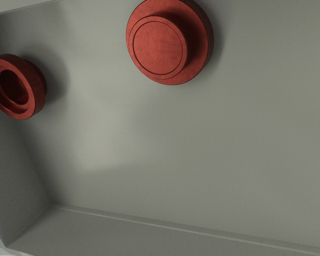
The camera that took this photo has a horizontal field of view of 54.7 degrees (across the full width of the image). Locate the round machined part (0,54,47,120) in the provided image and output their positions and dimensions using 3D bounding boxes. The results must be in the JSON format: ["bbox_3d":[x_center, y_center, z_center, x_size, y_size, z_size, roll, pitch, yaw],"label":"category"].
[{"bbox_3d":[-0.212,-0.065,0.467,0.098,0.042,0.097,13,124,20],"label":"round machined part"}]

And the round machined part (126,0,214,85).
[{"bbox_3d":[0.005,-0.092,0.337,0.098,0.042,0.097,13,124,20],"label":"round machined part"}]
